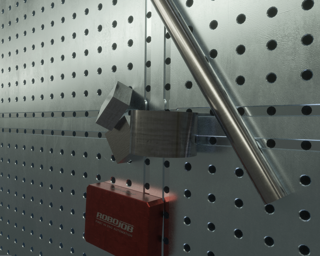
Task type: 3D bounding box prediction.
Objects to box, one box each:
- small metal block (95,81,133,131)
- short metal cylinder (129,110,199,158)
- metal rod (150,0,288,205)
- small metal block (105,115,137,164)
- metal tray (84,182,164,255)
[{"bbox_3d":[-0.065,-0.032,0.443,0.050,0.025,0.050,-51,19,27],"label":"small metal block"},{"bbox_3d":[0.005,0.005,0.368,0.080,0.081,0.050,4,93,39],"label":"short metal cylinder"},{"bbox_3d":[0.056,-0.055,0.361,0.025,0.025,0.299,-39,67,33],"label":"metal rod"},{"bbox_3d":[-0.047,0.017,0.446,0.050,0.025,0.050,-40,66,32],"label":"small metal block"},{"bbox_3d":[-0.056,0.136,0.450,0.130,0.030,0.089,5,93,39],"label":"metal tray"}]
